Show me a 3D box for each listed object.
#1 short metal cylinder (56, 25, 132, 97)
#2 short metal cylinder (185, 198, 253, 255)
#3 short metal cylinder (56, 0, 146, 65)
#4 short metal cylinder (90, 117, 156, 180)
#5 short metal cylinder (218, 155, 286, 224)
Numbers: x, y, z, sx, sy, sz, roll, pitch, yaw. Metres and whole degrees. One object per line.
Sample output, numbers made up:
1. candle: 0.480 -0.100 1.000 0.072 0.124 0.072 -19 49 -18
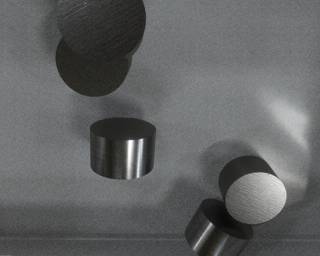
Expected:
1. short metal cylinder: -0.075 -0.082 0.367 0.081 0.050 0.079 0 111 0
2. short metal cylinder: 0.082 0.145 0.437 0.080 0.080 0.050 23 108 -9
3. short metal cylinder: -0.055 -0.104 0.307 0.081 0.050 0.079 -1 97 -5
4. short metal cylinder: -0.047 0.023 0.390 0.081 0.080 0.050 4 110 -2
5. short metal cylinder: 0.126 0.085 0.431 0.081 0.050 0.079 0 110 -1
